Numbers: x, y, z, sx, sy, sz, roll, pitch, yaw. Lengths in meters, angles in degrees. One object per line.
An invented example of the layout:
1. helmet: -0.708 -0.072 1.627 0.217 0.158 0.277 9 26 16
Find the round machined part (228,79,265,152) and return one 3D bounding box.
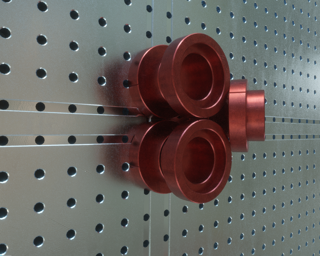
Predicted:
1. round machined part: 0.118 -0.016 0.413 0.098 0.042 0.097 -1 90 -72

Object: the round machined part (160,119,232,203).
1. round machined part: 0.040 0.038 0.375 0.099 0.042 0.097 0 90 -40

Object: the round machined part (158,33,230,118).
1. round machined part: 0.037 -0.060 0.372 0.099 0.042 0.097 0 90 -40

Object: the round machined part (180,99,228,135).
1. round machined part: 0.080 -0.017 0.464 0.099 0.042 0.097 0 90 -40

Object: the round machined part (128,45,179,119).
1. round machined part: 0.010 -0.060 0.407 0.099 0.042 0.097 0 90 -40

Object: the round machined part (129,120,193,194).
1. round machined part: 0.011 0.038 0.407 0.099 0.042 0.097 0 90 -40
